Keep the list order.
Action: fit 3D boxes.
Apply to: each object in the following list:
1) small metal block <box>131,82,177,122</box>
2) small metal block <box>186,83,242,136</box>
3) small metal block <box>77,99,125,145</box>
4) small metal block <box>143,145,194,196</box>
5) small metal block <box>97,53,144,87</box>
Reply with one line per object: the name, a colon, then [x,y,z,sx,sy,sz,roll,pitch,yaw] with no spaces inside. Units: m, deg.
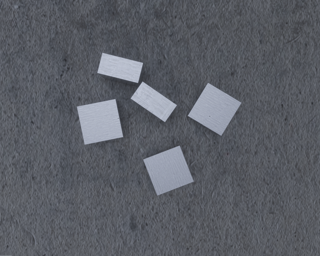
small metal block: [-0.007,-0.032,0.397,0.050,0.050,0.025,35,90,0]
small metal block: [0.070,-0.024,0.410,0.050,0.025,0.050,31,90,0]
small metal block: [-0.077,-0.008,0.409,0.050,0.025,0.050,-11,90,0]
small metal block: [0.011,0.055,0.410,0.050,0.025,0.050,-21,90,0]
small metal block: [-0.048,-0.072,0.397,0.050,0.050,0.025,14,90,0]
